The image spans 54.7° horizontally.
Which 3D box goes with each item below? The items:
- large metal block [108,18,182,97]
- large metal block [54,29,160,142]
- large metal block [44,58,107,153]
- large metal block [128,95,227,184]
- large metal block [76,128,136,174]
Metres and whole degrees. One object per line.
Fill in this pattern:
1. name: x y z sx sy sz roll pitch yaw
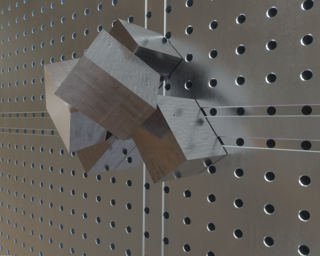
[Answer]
1. large metal block: -0.033 -0.082 0.397 0.080 0.081 0.050 -49 61 29
2. large metal block: -0.048 -0.046 0.319 0.050 0.080 0.080 -44 21 26
3. large metal block: -0.106 -0.029 0.392 0.080 0.050 0.079 55 147 25
4. large metal block: 0.019 0.011 0.355 0.050 0.081 0.080 -41 65 32
5. large metal block: -0.085 0.010 0.460 0.080 0.050 0.080 -47 63 29
